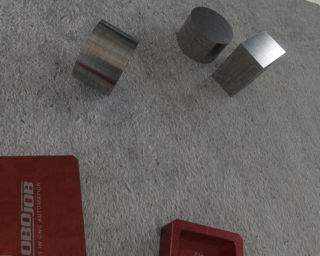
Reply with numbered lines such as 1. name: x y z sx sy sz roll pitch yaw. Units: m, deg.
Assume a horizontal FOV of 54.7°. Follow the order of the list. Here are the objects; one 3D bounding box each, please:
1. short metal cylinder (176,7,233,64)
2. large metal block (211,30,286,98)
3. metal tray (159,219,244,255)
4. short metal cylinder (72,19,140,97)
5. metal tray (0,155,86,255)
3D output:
1. short metal cylinder: 0.075 -0.157 0.524 0.081 0.050 0.080 14 56 -21
2. large metal block: 0.145 -0.106 0.511 0.081 0.080 0.050 -34 81 -38
3. metal tray: 0.042 0.170 0.319 0.091 0.030 0.130 19 54 -17
4. short metal cylinder: -0.067 -0.086 0.385 0.050 0.080 0.080 29 52 -10
5. metal tray: -0.118 0.090 0.282 0.091 0.030 0.130 2 61 -27
